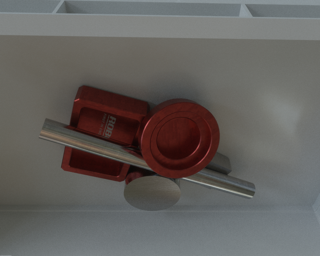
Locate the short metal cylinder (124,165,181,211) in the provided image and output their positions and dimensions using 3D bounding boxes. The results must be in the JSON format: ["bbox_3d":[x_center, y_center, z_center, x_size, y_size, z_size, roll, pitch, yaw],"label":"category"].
[{"bbox_3d":[-0.011,0.078,0.456,0.081,0.050,0.079,0,130,0],"label":"short metal cylinder"}]

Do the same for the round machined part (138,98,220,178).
[{"bbox_3d":[0.021,0.010,0.389,0.099,0.042,0.097,-4,109,-13],"label":"round machined part"}]

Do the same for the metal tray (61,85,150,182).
[{"bbox_3d":[-0.075,0.013,0.413,0.091,0.030,0.129,14,129,-13],"label":"metal tray"}]

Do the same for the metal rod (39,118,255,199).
[{"bbox_3d":[-0.002,0.046,0.409,0.302,0.025,0.025,19,128,-19],"label":"metal rod"}]

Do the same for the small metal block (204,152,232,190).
[{"bbox_3d":[0.069,0.060,0.459,0.050,0.025,0.050,25,126,-20],"label":"small metal block"}]
